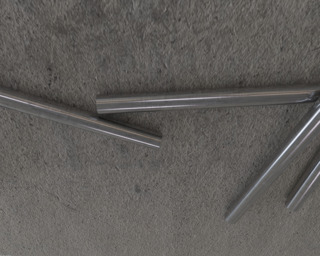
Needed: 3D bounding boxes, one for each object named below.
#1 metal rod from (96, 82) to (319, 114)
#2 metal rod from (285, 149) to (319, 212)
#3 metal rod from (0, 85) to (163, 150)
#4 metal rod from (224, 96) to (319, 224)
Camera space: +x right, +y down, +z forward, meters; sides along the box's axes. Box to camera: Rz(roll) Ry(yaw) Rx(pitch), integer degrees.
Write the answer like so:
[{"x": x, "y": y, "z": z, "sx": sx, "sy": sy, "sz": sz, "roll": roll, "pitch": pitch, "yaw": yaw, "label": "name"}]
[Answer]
[{"x": 0.075, "y": -0.037, "z": 0.376, "sx": 0.302, "sy": 0.025, "sz": 0.025, "roll": -3, "pitch": 130, "yaw": 2, "label": "metal rod"}, {"x": 0.243, "y": 0.017, "z": 0.423, "sx": 0.025, "sy": 0.025, "sz": 0.298, "roll": 6, "pitch": 130, "yaw": -6, "label": "metal rod"}, {"x": -0.141, "y": -0.024, "z": 0.385, "sx": 0.302, "sy": 0.025, "sz": 0.025, "roll": 17, "pitch": 128, "yaw": -14, "label": "metal rod"}, {"x": 0.161, "y": 0.057, "z": 0.437, "sx": 0.025, "sy": 0.025, "sz": 0.298, "roll": 11, "pitch": 135, "yaw": -9, "label": "metal rod"}]
